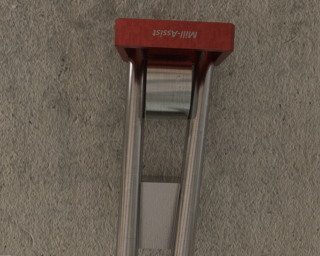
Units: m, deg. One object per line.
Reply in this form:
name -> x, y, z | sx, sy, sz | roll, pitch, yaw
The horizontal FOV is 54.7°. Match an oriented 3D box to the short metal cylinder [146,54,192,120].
short metal cylinder -> 0.010, -0.050, 0.384 | 0.050, 0.080, 0.079 | 2, 90, -1

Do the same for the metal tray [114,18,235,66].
metal tray -> 0.016, -0.102, 0.378 | 0.131, 0.090, 0.030 | 2, 90, -1

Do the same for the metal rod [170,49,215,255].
metal rod -> 0.038, 0.045, 0.365 | 0.025, 0.025, 0.299 | 9, 75, -1

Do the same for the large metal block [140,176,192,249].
large metal block -> 0.002, 0.105, 0.397 | 0.081, 0.050, 0.079 | 2, 90, -1

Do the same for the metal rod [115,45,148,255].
metal rod -> -0.033, 0.042, 0.365 | 0.025, 0.025, 0.299 | 2, 75, -1
